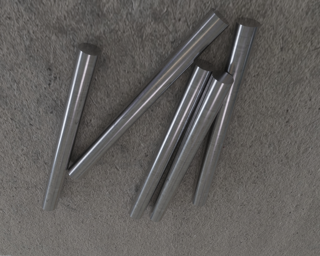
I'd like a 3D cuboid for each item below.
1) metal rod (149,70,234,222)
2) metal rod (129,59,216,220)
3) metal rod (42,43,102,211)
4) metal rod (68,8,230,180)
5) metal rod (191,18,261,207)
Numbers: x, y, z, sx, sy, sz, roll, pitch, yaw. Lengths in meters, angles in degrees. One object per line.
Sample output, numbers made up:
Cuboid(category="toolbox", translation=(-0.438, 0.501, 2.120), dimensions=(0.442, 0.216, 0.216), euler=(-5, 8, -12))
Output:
Cuboid(category="metal rod", translation=(0.031, 0.048, 0.435), dimensions=(0.025, 0.025, 0.298), euler=(11, 133, -10))
Cuboid(category="metal rod", translation=(0.005, 0.038, 0.438), dimensions=(0.025, 0.025, 0.298), euler=(14, 129, -12))
Cuboid(category="metal rod", translation=(-0.129, 0.021, 0.423), dimensions=(0.025, 0.025, 0.298), euler=(16, 128, -14))
Cuboid(category="metal rod", translation=(-0.032, -0.023, 0.386), dimensions=(0.025, 0.025, 0.299), euler=(31, 123, -24))
Cuboid(category="metal rod", translation=(0.077, 0.005, 0.412), dimensions=(0.025, 0.025, 0.298), euler=(4, 130, -3))
